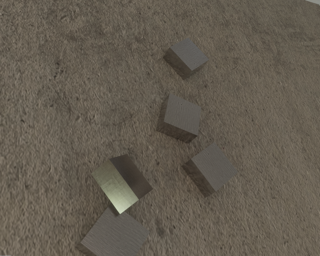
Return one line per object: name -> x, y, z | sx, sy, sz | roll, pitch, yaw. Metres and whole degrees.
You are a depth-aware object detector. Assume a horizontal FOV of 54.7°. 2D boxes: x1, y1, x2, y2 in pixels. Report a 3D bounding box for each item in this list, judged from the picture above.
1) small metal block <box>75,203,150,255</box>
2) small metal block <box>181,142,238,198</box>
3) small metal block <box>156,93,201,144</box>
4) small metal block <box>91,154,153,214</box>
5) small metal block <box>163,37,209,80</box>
small metal block -> -0.047, 0.112, 0.310 | 0.050, 0.025, 0.050 | 40, 51, -2
small metal block -> 0.065, 0.054, 0.406 | 0.050, 0.025, 0.050 | -30, 78, -38
small metal block -> 0.026, -0.013, 0.426 | 0.050, 0.025, 0.050 | 22, 53, -15
small metal block -> -0.039, 0.057, 0.331 | 0.050, 0.025, 0.050 | 52, 12, 8
small metal block -> 0.042, -0.111, 0.493 | 0.050, 0.025, 0.050 | 48, 51, 5
